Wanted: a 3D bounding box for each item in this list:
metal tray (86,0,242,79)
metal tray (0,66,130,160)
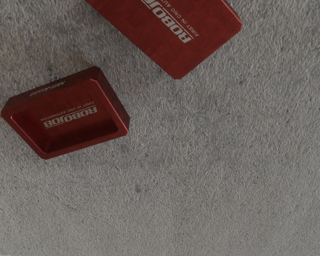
[{"bbox_3d":[0.005,-0.119,0.303,0.090,0.030,0.130,-37,121,27],"label":"metal tray"},{"bbox_3d":[-0.115,-0.014,0.390,0.130,0.030,0.090,-17,128,14],"label":"metal tray"}]
